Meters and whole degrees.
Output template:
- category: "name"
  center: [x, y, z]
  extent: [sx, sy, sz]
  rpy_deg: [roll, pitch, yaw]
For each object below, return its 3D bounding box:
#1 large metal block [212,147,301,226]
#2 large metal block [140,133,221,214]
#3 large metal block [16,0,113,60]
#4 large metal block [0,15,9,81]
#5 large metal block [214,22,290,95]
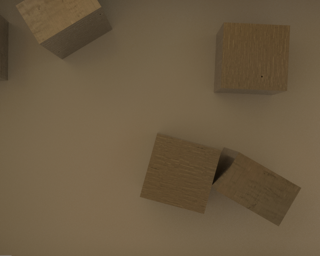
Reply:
- category: "large metal block"
  center: [0.110, 0.068, 0.385]
  extent: [0.080, 0.080, 0.050]
  rpy_deg: [30, 90, 0]
- category: "large metal block"
  center: [0.025, 0.055, 0.399]
  extent: [0.080, 0.050, 0.080]
  rpy_deg: [15, 90, 0]
- category: "large metal block"
  center: [-0.112, -0.135, 0.383]
  extent: [0.080, 0.080, 0.050]
  rpy_deg: [-31, 90, 0]
- category: "large metal block"
  center: [-0.244, -0.105, 0.392]
  extent: [0.081, 0.050, 0.080]
  rpy_deg: [1, 90, -7]
- category: "large metal block"
  center: [0.116, -0.086, 0.400]
  extent: [0.081, 0.050, 0.080]
  rpy_deg: [3, 90, 0]
